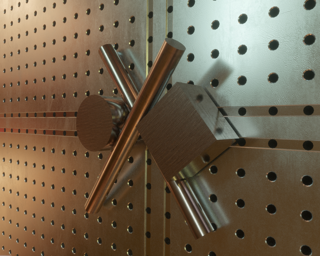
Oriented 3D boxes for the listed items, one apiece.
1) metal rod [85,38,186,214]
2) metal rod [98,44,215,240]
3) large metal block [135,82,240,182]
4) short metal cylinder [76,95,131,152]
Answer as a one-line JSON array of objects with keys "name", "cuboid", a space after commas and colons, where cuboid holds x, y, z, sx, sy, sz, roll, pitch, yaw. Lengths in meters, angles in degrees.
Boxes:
[{"name": "metal rod", "cuboid": [-0.046, 0.018, 0.415, 0.025, 0.025, 0.298, 50, 128, 28]}, {"name": "metal rod", "cuboid": [-0.015, 0.003, 0.416, 0.025, 0.025, 0.299, -43, 64, 31]}, {"name": "large metal block", "cuboid": [0.029, 0.005, 0.363, 0.080, 0.050, 0.080, -46, 63, 30]}, {"name": "short metal cylinder", "cuboid": [-0.077, -0.007, 0.452, 0.080, 0.050, 0.079, 0, 90, 40]}]
